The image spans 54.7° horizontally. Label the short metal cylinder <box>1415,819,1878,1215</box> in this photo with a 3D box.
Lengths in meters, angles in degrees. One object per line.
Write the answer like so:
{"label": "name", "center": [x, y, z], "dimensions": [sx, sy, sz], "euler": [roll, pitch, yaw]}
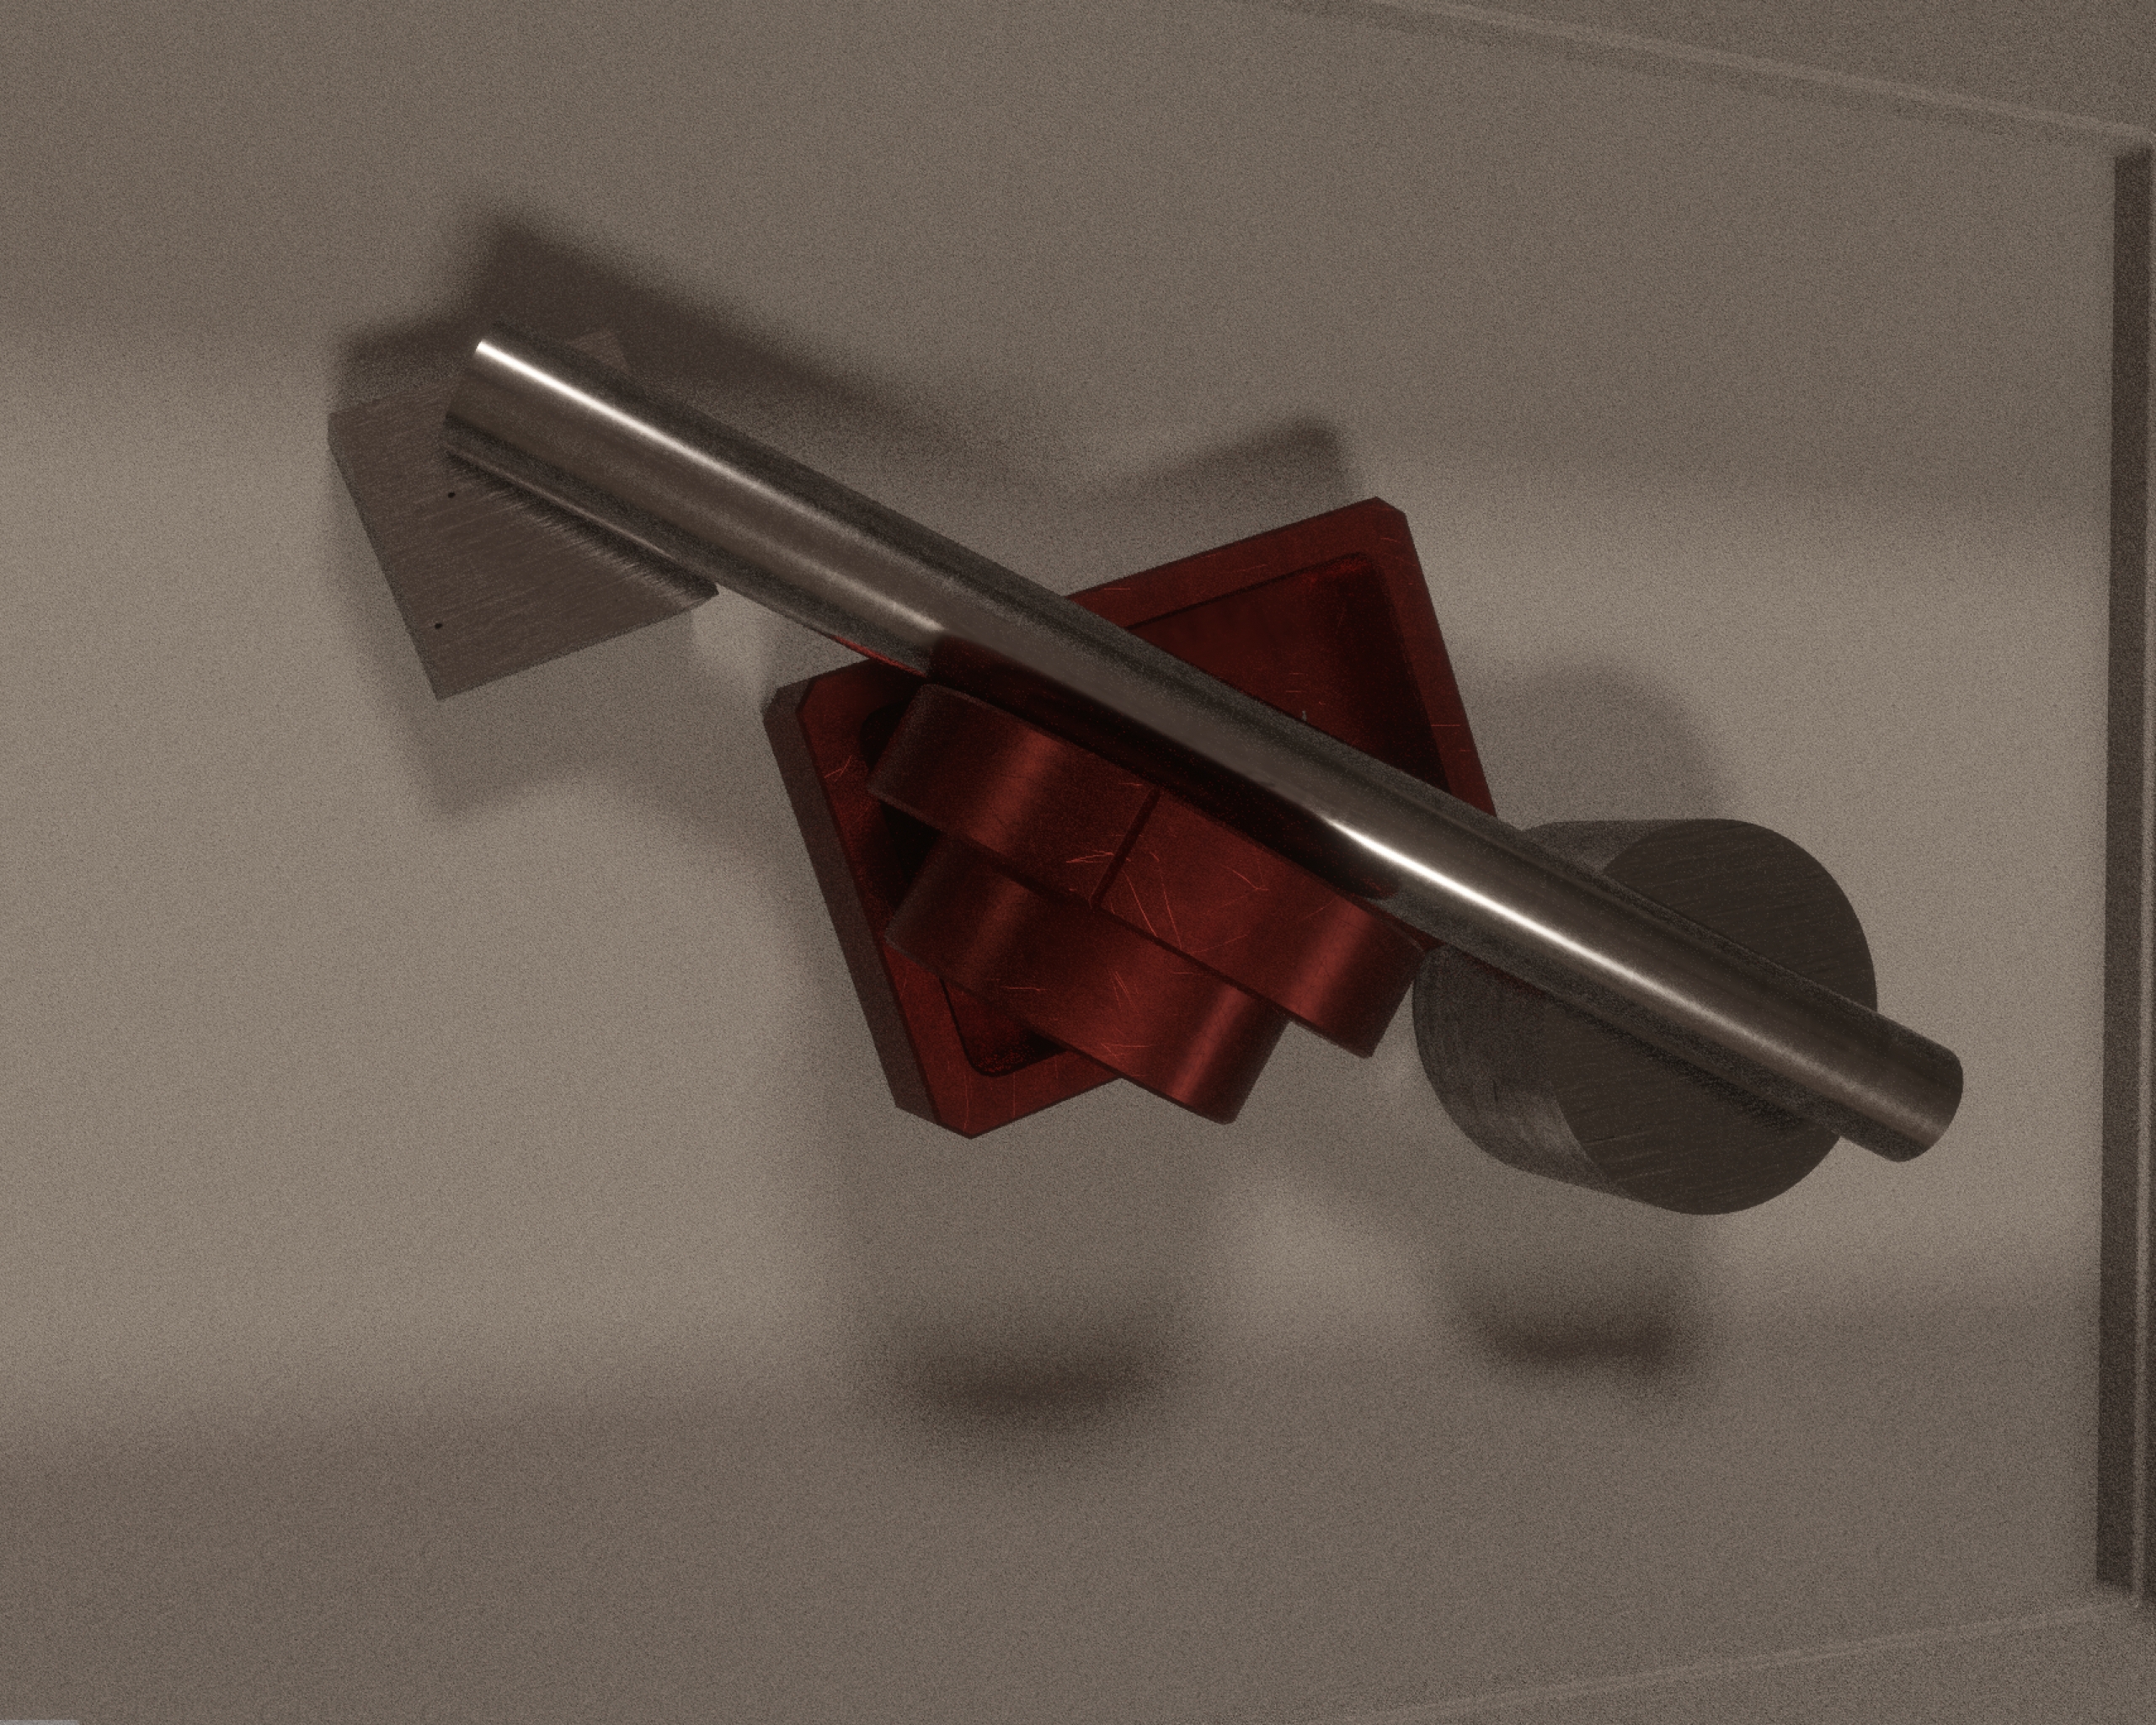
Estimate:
{"label": "short metal cylinder", "center": [0.119, 0.031, 0.441], "dimensions": [0.081, 0.050, 0.079], "euler": [0, 90, -21]}

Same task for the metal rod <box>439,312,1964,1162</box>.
{"label": "metal rod", "center": [0.032, -0.016, 0.378], "dimensions": [0.301, 0.025, 0.025], "euler": [26, 81, -12]}

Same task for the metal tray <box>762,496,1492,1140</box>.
{"label": "metal tray", "center": [0.015, -0.011, 0.412], "dimensions": [0.131, 0.030, 0.090], "euler": [-20, 97, -19]}

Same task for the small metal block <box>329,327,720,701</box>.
{"label": "small metal block", "center": [-0.099, -0.062, 0.373], "dimensions": [0.050, 0.025, 0.050], "euler": [-23, 98, -19]}

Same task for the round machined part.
{"label": "round machined part", "center": [0.006, 0.011, 0.360], "dimensions": [0.098, 0.098, 0.042], "euler": [29, 88, -18]}
